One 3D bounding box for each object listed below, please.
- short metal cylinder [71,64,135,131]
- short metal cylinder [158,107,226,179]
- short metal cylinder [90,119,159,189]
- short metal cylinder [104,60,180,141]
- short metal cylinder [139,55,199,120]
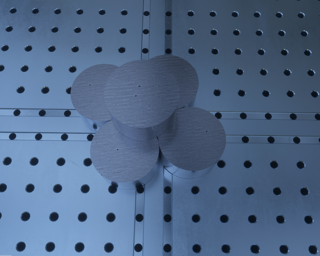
[{"bbox_3d":[-0.071,-0.037,0.410,0.081,0.050,0.080,0,70,0],"label":"short metal cylinder"},{"bbox_3d":[0.038,0.020,0.391,0.081,0.050,0.080,0,70,0],"label":"short metal cylinder"},{"bbox_3d":[-0.041,0.033,0.385,0.081,0.050,0.080,0,70,0],"label":"short metal cylinder"},{"bbox_3d":[-0.020,-0.030,0.354,0.081,0.050,0.080,0,71,-1],"label":"short metal cylinder"},{"bbox_3d":[0.009,-0.050,0.416,0.081,0.050,0.080,0,70,0],"label":"short metal cylinder"}]
